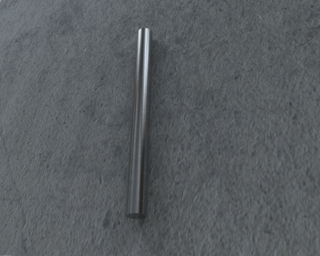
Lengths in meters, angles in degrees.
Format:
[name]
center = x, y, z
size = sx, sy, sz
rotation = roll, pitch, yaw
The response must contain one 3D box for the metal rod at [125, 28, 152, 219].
[metal rod]
center = -0.026, -0.027, 0.432
size = 0.025, 0.025, 0.299
rotation = -13, 56, 21
